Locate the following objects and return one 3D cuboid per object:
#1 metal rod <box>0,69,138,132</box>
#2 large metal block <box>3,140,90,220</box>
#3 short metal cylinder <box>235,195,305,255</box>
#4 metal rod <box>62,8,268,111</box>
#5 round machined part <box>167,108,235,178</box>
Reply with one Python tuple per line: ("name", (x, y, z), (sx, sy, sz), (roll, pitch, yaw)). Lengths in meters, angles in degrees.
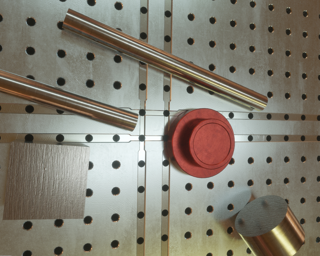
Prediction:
("metal rod", (-0.169, -0.050, 0.350), (0.302, 0.025, 0.025), (17, 84, -20))
("large metal block", (-0.127, 0.057, 0.353), (0.081, 0.050, 0.080), (5, 88, -20))
("short metal cylinder", (0.156, 0.143, 0.443), (0.080, 0.080, 0.050), (-39, 103, -16))
("metal rod", (0.021, -0.084, 0.421), (0.302, 0.025, 0.025), (19, 84, -19))
("round machined part", (0.063, 0.021, 0.428), (0.099, 0.042, 0.097), (0, 90, -21))
